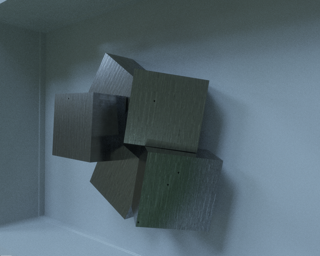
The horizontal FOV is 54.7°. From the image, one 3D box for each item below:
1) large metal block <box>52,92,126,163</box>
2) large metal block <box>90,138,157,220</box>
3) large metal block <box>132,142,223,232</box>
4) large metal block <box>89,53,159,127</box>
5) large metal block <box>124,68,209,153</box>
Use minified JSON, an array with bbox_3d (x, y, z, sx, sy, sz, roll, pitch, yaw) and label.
[{"bbox_3d":[-0.091,-0.002,0.394,0.080,0.050,0.079,4,91,40],"label":"large metal block"},{"bbox_3d":[-0.039,0.060,0.415,0.080,0.050,0.079,37,112,33],"label":"large metal block"},{"bbox_3d":[0.016,0.064,0.345,0.050,0.081,0.079,-138,57,-76],"label":"large metal block"},{"bbox_3d":[-0.050,-0.045,0.428,0.080,0.050,0.080,43,116,31],"label":"large metal block"},{"bbox_3d":[0.005,-0.021,0.355,0.081,0.050,0.079,8,97,-6],"label":"large metal block"}]
